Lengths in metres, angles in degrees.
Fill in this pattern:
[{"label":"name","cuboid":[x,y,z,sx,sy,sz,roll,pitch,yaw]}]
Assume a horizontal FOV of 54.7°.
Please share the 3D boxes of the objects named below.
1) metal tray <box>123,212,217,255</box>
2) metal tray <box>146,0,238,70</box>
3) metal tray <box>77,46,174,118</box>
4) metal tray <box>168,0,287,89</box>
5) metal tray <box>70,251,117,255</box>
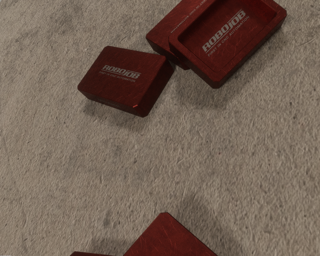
[{"label":"metal tray","cuboid":[-0.005,0.155,0.278,0.090,0.030,0.130,37,71,22]},{"label":"metal tray","cuboid":[0.053,-0.157,0.468,0.130,0.030,0.090,-45,51,-4]},{"label":"metal tray","cuboid":[-0.055,-0.075,0.474,0.130,0.030,0.090,20,72,35]},{"label":"metal tray","cuboid":[0.087,-0.127,0.408,0.130,0.030,0.090,-45,78,-3]},{"label":"metal tray","cuboid":[-0.063,0.198,0.311,0.090,0.030,0.130,-5,59,25]}]
